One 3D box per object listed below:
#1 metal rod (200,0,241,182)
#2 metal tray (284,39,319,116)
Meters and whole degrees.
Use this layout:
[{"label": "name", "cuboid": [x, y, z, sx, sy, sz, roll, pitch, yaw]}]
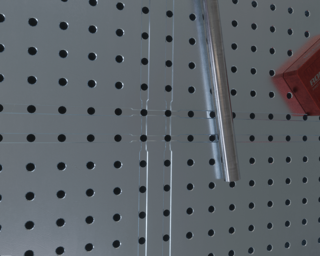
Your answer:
[{"label": "metal rod", "cuboid": [0.084, -0.073, 0.443, 0.025, 0.025, 0.298, -9, 93, -20]}, {"label": "metal tray", "cuboid": [0.275, -0.092, 0.511, 0.130, 0.030, 0.090, -41, 103, -15]}]
